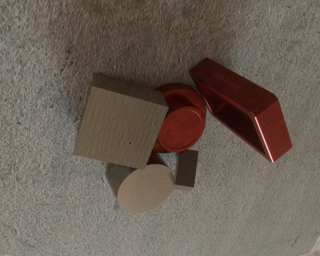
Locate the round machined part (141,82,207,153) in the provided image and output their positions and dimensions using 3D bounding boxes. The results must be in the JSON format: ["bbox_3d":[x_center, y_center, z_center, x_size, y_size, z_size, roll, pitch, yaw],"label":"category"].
[{"bbox_3d":[0.020,-0.007,0.406,0.099,0.042,0.097,-14,125,-21],"label":"round machined part"}]

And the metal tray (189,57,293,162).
[{"bbox_3d":[0.094,-0.025,0.377,0.030,0.130,0.090,-38,130,-3],"label":"metal tray"}]

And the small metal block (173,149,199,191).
[{"bbox_3d":[0.035,0.060,0.436,0.025,0.050,0.050,9,162,1],"label":"small metal block"}]

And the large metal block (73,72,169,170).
[{"bbox_3d":[-0.046,-0.007,0.348,0.081,0.050,0.079,15,112,-16],"label":"large metal block"}]

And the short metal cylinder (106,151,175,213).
[{"bbox_3d":[-0.027,0.068,0.421,0.081,0.050,0.079,-14,125,-21],"label":"short metal cylinder"}]
